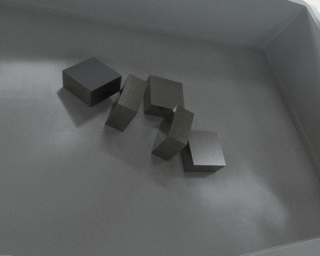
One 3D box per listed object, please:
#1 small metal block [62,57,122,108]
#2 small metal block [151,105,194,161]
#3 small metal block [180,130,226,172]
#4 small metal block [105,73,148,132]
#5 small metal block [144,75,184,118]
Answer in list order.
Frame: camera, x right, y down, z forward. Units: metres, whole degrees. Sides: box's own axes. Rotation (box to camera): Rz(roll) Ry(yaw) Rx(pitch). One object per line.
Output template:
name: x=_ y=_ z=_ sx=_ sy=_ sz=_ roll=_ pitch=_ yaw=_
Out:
small metal block: x=-0.085 y=-0.059 z=0.387 sx=0.050 sy=0.025 sz=0.050 roll=36 pitch=48 yaw=20
small metal block: x=0.016 y=0.007 z=0.395 sx=0.025 sy=0.050 sz=0.050 roll=27 pitch=52 yaw=-12
small metal block: x=0.056 y=0.032 z=0.418 sx=0.050 sy=0.025 sz=0.050 roll=4 pitch=60 yaw=-26
small metal block: x=-0.042 y=-0.031 z=0.387 sx=0.025 sy=0.050 sz=0.050 roll=26 pitch=53 yaw=-14
small metal block: x=0.005 y=-0.042 z=0.436 sx=0.050 sy=0.025 sz=0.050 roll=11 pitch=57 yaw=-22
